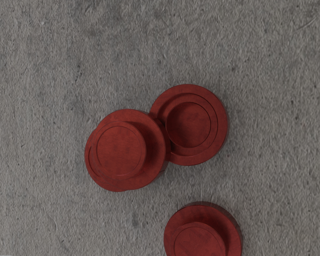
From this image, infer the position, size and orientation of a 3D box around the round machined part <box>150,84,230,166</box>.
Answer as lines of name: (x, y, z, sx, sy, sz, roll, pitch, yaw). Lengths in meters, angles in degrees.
round machined part: (0.037, -0.004, 0.387, 0.098, 0.042, 0.097, 0, 90, 20)

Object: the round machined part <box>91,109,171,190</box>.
round machined part: (-0.040, 0.026, 0.369, 0.098, 0.042, 0.097, 0, 90, 20)

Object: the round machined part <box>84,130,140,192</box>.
round machined part: (-0.062, 0.039, 0.422, 0.098, 0.042, 0.097, 0, 90, 20)

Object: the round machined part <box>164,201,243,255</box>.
round machined part: (0.050, 0.144, 0.382, 0.098, 0.042, 0.097, 0, 90, 20)
